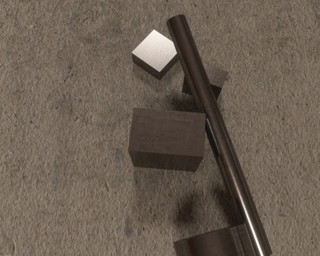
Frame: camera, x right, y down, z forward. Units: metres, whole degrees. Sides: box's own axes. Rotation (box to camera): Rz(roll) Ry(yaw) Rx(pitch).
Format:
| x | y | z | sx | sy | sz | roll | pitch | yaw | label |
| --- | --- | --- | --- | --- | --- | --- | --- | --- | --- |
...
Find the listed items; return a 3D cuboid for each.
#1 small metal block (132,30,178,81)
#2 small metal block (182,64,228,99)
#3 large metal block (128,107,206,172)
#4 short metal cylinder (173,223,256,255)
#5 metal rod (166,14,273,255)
| x | y | z | sx | sy | sz | roll | pitch | yaw | label |
| --- | --- | --- | --- | --- | --- | --- | --- | --- | --- |
| -0.005 | -0.105 | 0.447 | 0.050 | 0.025 | 0.050 | 37 | 74 | 12 | small metal block |
| 0.059 | -0.061 | 0.418 | 0.050 | 0.050 | 0.025 | 21 | 72 | 7 | small metal block |
| 0.008 | 0.017 | 0.373 | 0.080 | 0.080 | 0.050 | 5 | 70 | 1 | large metal block |
| 0.059 | 0.137 | 0.330 | 0.081 | 0.080 | 0.050 | -13 | 71 | -5 | short metal cylinder |
| 0.068 | 0.006 | 0.372 | 0.025 | 0.025 | 0.299 | -19 | 84 | -7 | metal rod |
